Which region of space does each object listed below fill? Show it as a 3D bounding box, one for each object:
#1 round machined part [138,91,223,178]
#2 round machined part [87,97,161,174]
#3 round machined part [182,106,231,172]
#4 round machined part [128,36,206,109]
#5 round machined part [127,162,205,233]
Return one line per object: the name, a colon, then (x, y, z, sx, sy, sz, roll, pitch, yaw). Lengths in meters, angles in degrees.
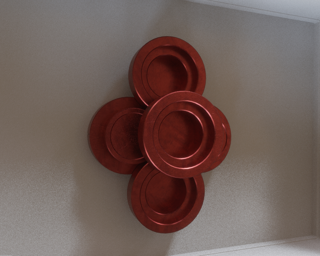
round machined part: (0.021, 0.007, 0.363, 0.099, 0.042, 0.097, 0, 90, -21)
round machined part: (-0.038, 0.010, 0.386, 0.099, 0.042, 0.097, 0, 90, -21)
round machined part: (0.056, 0.013, 0.421, 0.099, 0.042, 0.097, 0, 90, -21)
round machined part: (0.006, -0.065, 0.402, 0.099, 0.042, 0.097, 0, 90, -21)
round machined part: (0.005, 0.082, 0.402, 0.099, 0.042, 0.097, 0, 90, -21)
